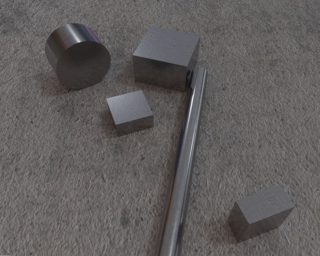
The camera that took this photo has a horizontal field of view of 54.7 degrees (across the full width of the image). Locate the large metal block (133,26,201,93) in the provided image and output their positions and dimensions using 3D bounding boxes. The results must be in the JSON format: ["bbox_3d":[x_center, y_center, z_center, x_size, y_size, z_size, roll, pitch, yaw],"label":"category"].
[{"bbox_3d":[0.012,-0.108,0.478,0.080,0.050,0.080,14,51,11],"label":"large metal block"}]

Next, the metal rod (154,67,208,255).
[{"bbox_3d":[0.031,0.029,0.378,0.025,0.025,0.300,9,50,7],"label":"metal rod"}]

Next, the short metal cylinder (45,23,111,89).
[{"bbox_3d":[-0.120,-0.104,0.454,0.081,0.080,0.050,-24,54,-19],"label":"short metal cylinder"}]

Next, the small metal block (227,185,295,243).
[{"bbox_3d":[0.100,0.088,0.314,0.050,0.050,0.025,-16,52,-13],"label":"small metal block"}]

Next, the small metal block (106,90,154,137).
[{"bbox_3d":[-0.041,-0.021,0.420,0.050,0.025,0.050,-16,52,-13],"label":"small metal block"}]
